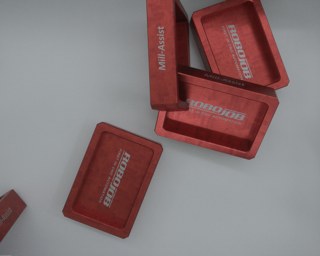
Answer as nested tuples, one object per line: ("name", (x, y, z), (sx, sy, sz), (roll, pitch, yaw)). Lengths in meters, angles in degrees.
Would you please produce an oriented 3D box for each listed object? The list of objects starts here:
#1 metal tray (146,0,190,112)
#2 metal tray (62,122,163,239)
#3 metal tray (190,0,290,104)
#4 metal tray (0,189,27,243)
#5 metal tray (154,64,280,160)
("metal tray", (0.014, -0.086, 0.375), (0.030, 0.090, 0.129), (-2, 89, 16))
("metal tray", (-0.060, 0.067, 0.408), (0.090, 0.030, 0.129), (22, 90, -1))
("metal tray", (0.103, -0.101, 0.410), (0.090, 0.030, 0.129), (-20, 90, -1))
("metal tray", (-0.217, 0.128, 0.354), (0.090, 0.130, 0.030), (-34, 102, 0))
("metal tray", (0.066, -0.019, 0.384), (0.131, 0.030, 0.089), (15, 122, 3))
